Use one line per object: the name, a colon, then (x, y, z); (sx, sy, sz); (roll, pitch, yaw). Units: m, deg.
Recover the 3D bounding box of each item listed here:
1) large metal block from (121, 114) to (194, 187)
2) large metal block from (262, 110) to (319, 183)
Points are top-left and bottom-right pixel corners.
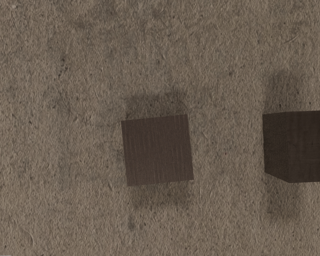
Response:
large metal block: (-0.003, 0.027, 0.398); (0.081, 0.050, 0.079); (-6, 90, -1)
large metal block: (0.167, 0.020, 0.385); (0.050, 0.080, 0.079); (-2, 90, 0)
